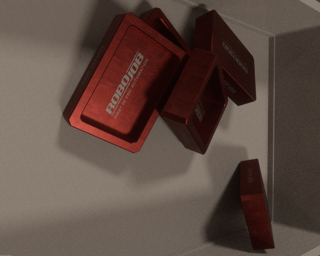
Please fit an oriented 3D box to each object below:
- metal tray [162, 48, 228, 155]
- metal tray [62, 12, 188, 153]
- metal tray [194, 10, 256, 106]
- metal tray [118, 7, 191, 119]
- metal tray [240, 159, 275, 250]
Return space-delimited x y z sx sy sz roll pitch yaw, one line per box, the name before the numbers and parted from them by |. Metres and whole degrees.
metal tray | 0.051 -0.027 0.392 0.090 0.030 0.130 -64 156 -12
metal tray | -0.036 -0.047 0.344 0.090 0.030 0.130 28 91 -32
metal tray | 0.101 -0.102 0.467 0.130 0.030 0.090 32 53 -41
metal tray | 0.005 -0.078 0.409 0.130 0.030 0.090 46 62 -31
metal tray | 0.152 0.115 0.491 0.130 0.030 0.089 -52 127 -67
